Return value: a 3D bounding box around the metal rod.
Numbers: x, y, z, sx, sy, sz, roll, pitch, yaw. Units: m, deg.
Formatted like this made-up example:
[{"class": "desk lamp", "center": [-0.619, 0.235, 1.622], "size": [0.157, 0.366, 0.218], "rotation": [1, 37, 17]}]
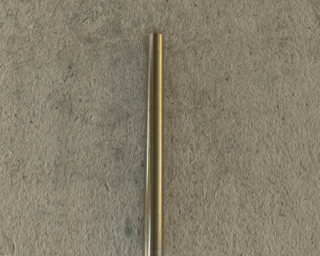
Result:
[{"class": "metal rod", "center": [-0.007, 0.008, 0.406], "size": [0.025, 0.025, 0.299], "rotation": [0, 70, 0]}]
